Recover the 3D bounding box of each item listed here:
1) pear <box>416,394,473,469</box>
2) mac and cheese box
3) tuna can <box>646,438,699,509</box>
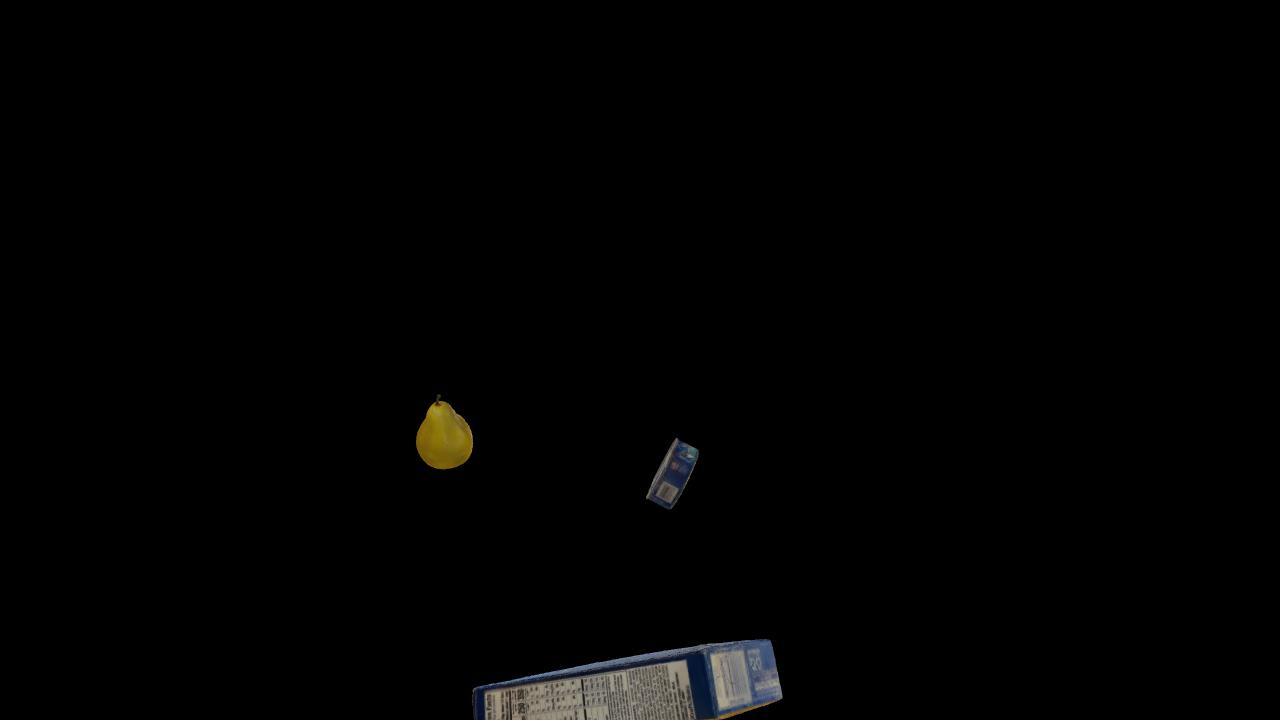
[{"bbox_3d":[-0.266,0.089,0.821,0.080,0.111,0.080,-5,25,2],"label":"pear"},{"bbox_3d":[-0.011,0.218,0.404,0.184,0.041,0.093,-24,-29,27],"label":"mac and cheese box"},{"bbox_3d":[0.041,0.141,0.762,0.034,0.084,0.084,27,2,3],"label":"tuna can"}]
